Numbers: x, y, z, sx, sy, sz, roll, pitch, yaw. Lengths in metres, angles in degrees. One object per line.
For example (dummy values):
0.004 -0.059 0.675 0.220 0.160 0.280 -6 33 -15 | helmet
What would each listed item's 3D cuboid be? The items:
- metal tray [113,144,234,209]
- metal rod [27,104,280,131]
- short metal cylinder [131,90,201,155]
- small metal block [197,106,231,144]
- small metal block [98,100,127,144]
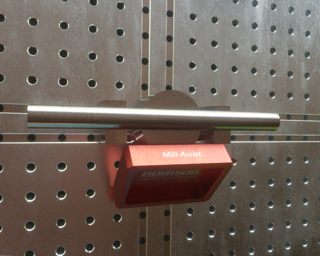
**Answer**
0.014 0.060 0.386 0.131 0.089 0.030 0 47 -20 | metal tray
0.010 -0.010 0.363 0.302 0.025 0.025 1 90 -20 | metal rod
0.007 -0.007 0.401 0.081 0.050 0.080 0 90 -20 | short metal cylinder
0.072 -0.004 0.426 0.025 0.050 0.050 -1 91 -20 | small metal block
-0.059 -0.007 0.378 0.025 0.050 0.050 -1 91 -20 | small metal block
